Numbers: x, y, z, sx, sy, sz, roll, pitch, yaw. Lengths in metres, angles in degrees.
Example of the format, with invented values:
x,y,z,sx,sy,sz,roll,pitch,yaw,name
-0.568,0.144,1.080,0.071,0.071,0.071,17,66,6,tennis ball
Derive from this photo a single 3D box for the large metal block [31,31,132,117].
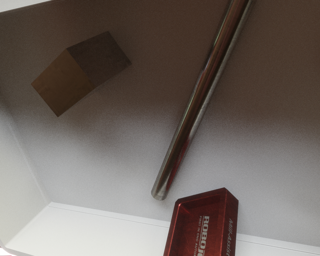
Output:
x,y,z,sx,sy,sz,roll,pitch,yaw,name
-0.094,-0.067,0.380,0.080,0.080,0.050,-28,103,37,large metal block

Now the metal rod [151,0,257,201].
x,y,z,sx,sy,sz,roll,pitch,yaw,name
0.039,-0.012,0.379,0.025,0.025,0.298,28,128,10,metal rod

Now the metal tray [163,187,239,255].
x,y,z,sx,sy,sz,roll,pitch,yaw,name
0.051,0.147,0.402,0.090,0.130,0.030,-24,123,36,metal tray
